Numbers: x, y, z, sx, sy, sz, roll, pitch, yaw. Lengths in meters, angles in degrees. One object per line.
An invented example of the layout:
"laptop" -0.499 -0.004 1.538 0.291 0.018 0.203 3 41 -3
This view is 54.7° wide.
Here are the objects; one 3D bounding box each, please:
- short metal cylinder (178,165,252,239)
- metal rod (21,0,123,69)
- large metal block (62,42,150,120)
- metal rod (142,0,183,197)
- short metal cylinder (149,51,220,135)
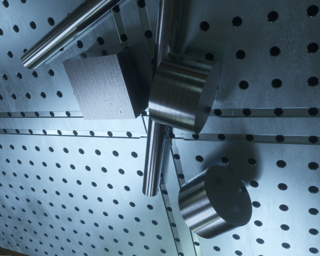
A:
"short metal cylinder" 0.071 0.094 0.397 0.080 0.080 0.050 45 129 -3
"metal rod" -0.077 -0.141 0.364 0.299 0.025 0.025 -21 107 36
"large metal block" -0.063 -0.058 0.393 0.080 0.050 0.080 0 118 28
"metal rod" -0.001 -0.025 0.395 0.025 0.025 0.298 19 126 17
"short metal cylinder" 0.028 -0.038 0.337 0.050 0.080 0.079 18 126 18
